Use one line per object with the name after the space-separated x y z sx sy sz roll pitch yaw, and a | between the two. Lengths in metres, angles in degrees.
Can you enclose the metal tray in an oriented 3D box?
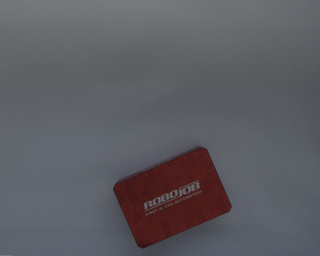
0.016 0.089 0.409 0.130 0.030 0.090 -23 90 0 | metal tray
